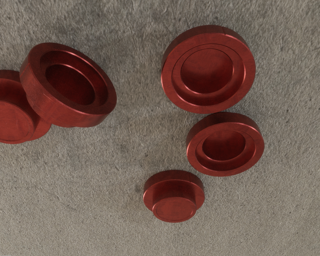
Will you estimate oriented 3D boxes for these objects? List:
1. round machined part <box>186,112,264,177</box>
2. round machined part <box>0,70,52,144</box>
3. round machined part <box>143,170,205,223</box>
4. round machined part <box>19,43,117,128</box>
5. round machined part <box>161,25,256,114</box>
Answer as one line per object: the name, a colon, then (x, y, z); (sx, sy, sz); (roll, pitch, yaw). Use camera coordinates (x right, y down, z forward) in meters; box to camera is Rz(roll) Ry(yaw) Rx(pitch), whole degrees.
round machined part: (0.083, 0.017, 0.411); (0.099, 0.042, 0.097); (0, 130, 0)
round machined part: (-0.183, -0.018, 0.379); (0.099, 0.042, 0.097); (0, 130, 0)
round machined part: (0.023, 0.115, 0.494); (0.099, 0.042, 0.097); (0, 130, 0)
round machined part: (-0.098, -0.039, 0.325); (0.098, 0.098, 0.042); (32, 123, -24)
round machined part: (0.050, -0.066, 0.340); (0.099, 0.042, 0.097); (0, 130, 0)
